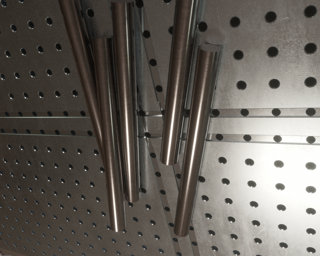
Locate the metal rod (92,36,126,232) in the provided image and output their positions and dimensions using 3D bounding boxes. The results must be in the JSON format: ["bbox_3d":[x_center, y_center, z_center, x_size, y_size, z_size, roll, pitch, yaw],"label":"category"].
[{"bbox_3d":[-0.069,0.024,0.441,0.025,0.025,0.298,10,117,22],"label":"metal rod"}]

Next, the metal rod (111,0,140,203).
[{"bbox_3d":[-0.043,-0.015,0.423,0.025,0.025,0.298,14,124,20],"label":"metal rod"}]

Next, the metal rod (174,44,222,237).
[{"bbox_3d":[0.044,0.039,0.411,0.025,0.025,0.298,17,125,18],"label":"metal rod"}]

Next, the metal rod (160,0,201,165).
[{"bbox_3d":[0.024,-0.080,0.348,0.025,0.025,0.298,17,125,18],"label":"metal rod"}]

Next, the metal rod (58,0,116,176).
[{"bbox_3d":[-0.089,-0.026,0.439,0.025,0.025,0.298,5,121,25],"label":"metal rod"}]
